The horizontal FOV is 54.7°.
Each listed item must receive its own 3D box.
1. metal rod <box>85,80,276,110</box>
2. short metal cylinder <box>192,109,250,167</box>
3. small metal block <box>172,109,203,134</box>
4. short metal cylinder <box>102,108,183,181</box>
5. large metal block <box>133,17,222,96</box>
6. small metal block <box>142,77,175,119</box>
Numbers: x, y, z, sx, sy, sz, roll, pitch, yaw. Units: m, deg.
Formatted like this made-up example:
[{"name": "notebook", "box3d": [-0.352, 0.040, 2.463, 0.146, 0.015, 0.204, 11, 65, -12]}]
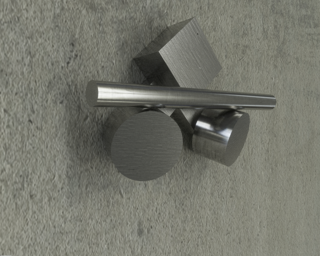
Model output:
[{"name": "metal rod", "box3d": [0.053, -0.036, 0.383, 0.302, 0.025, 0.025, -2, 92, -40]}, {"name": "short metal cylinder", "box3d": [0.089, 0.009, 0.446, 0.081, 0.050, 0.079, -36, 137, -43]}, {"name": "small metal block", "box3d": [0.044, -0.027, 0.442, 0.050, 0.025, 0.050, -51, 120, -28]}, {"name": "short metal cylinder", "box3d": [-0.021, 0.013, 0.353, 0.081, 0.050, 0.079, -6, 109, -19]}, {"name": "large metal block", "box3d": [0.026, -0.085, 0.408, 0.080, 0.050, 0.080, -50, 120, -28]}, {"name": "small metal block", "box3d": [-0.012, -0.029, 0.396, 0.050, 0.025, 0.050, -51, 120, -29]}]
